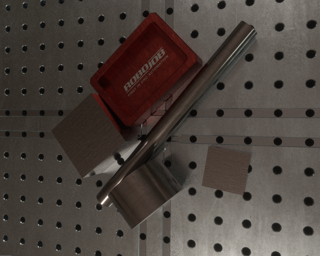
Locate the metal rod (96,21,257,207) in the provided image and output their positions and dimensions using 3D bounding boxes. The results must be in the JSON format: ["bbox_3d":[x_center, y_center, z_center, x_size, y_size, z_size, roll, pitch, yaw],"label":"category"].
[{"bbox_3d":[0.014,-0.010,0.406,0.025,0.025,0.299,43,103,14],"label":"metal rod"}]

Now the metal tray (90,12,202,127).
[{"bbox_3d":[-0.021,-0.075,0.416,0.130,0.030,0.090,-44,77,14],"label":"metal tray"}]

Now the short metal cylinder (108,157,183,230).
[{"bbox_3d":[-0.017,0.081,0.389,0.080,0.080,0.050,-42,77,15],"label":"short metal cylinder"}]

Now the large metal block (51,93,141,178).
[{"bbox_3d":[-0.087,0.010,0.429,0.080,0.050,0.080,-40,78,15],"label":"large metal block"}]

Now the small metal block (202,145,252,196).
[{"bbox_3d":[0.083,0.051,0.383,0.050,0.025,0.050,10,93,19],"label":"small metal block"}]
